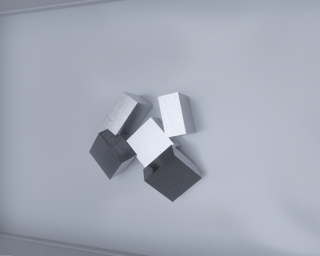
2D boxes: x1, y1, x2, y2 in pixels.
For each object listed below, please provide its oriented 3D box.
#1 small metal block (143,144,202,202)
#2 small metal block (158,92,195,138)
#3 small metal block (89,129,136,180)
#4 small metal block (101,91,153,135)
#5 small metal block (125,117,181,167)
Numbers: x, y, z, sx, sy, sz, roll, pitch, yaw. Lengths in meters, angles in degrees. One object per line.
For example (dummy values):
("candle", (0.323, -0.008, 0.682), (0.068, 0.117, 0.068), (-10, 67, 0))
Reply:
("small metal block", (0.015, 0.057, 0.389), (0.050, 0.025, 0.050), (-43, 114, 14))
("small metal block", (0.022, -0.015, 0.386), (0.025, 0.050, 0.050), (-12, 86, 18))
("small metal block", (-0.065, 0.034, 0.418), (0.050, 0.025, 0.050), (51, 138, 12))
("small metal block", (-0.042, -0.018, 0.409), (0.025, 0.050, 0.050), (38, 102, 16))
("small metal block", (-0.009, 0.021, 0.410), (0.050, 0.025, 0.050), (-44, 77, 14))
